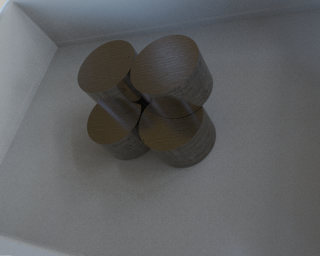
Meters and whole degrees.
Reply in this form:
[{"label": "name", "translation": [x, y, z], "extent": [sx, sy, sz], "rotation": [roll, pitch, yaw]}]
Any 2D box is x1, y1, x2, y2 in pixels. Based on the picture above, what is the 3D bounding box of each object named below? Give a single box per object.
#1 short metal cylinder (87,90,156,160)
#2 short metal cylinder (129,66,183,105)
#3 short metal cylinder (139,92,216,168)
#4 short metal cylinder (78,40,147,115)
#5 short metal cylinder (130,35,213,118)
[{"label": "short metal cylinder", "translation": [-0.049, -0.004, 0.416], "extent": [0.080, 0.050, 0.080], "rotation": [-13, 56, 21]}, {"label": "short metal cylinder", "translation": [0.006, -0.062, 0.423], "extent": [0.080, 0.050, 0.080], "rotation": [-13, 56, 21]}, {"label": "short metal cylinder", "translation": [0.022, 0.002, 0.375], "extent": [0.080, 0.050, 0.080], "rotation": [-13, 56, 21]}, {"label": "short metal cylinder", "translation": [-0.055, -0.063, 0.391], "extent": [0.080, 0.050, 0.080], "rotation": [-13, 56, 21]}, {"label": "short metal cylinder", "translation": [0.014, -0.058, 0.350], "extent": [0.080, 0.050, 0.080], "rotation": [-13, 56, 21]}]
